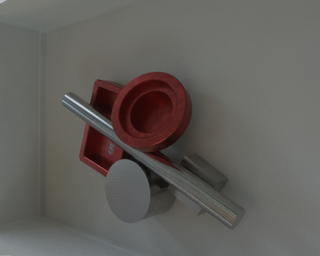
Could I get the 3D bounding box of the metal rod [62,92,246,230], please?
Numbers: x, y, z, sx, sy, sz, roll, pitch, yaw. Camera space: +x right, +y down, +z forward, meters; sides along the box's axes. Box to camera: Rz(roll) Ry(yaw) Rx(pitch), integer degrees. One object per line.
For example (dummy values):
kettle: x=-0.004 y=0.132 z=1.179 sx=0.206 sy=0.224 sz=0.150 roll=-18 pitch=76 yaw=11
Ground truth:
metal rod: x=-0.029 y=0.025 z=0.389 sx=0.300 sy=0.025 sz=0.025 roll=32 pitch=110 yaw=32

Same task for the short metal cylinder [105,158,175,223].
short metal cylinder: x=-0.026 y=0.079 z=0.407 sx=0.080 sy=0.050 sz=0.079 roll=0 pitch=90 yaw=39

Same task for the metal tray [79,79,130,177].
metal tray: x=-0.069 y=0.002 z=0.455 sx=0.090 sy=0.030 sz=0.129 roll=23 pitch=105 yaw=37

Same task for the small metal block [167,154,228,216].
small metal block: x=0.044 y=0.066 z=0.367 sx=0.050 sy=0.025 sz=0.050 roll=39 pitch=113 yaw=33

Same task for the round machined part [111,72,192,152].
round machined part: x=-0.007 y=-0.016 z=0.381 sx=0.098 sy=0.042 sz=0.098 roll=-10 pitch=65 yaw=22
